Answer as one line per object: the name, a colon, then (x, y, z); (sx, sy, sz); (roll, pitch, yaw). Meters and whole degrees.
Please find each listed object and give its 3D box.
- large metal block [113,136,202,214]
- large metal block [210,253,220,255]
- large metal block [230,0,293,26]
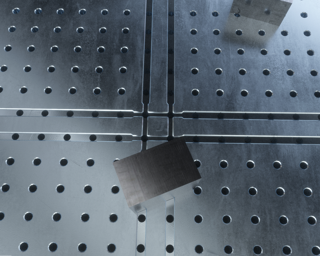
large metal block: (-0.003, 0.058, 0.362); (0.080, 0.080, 0.050); (-21, 72, -7)
large metal block: (0.072, 0.194, 0.328); (0.080, 0.050, 0.080); (33, 73, 11)
large metal block: (0.162, -0.215, 0.478); (0.080, 0.050, 0.080); (18, 71, 6)
